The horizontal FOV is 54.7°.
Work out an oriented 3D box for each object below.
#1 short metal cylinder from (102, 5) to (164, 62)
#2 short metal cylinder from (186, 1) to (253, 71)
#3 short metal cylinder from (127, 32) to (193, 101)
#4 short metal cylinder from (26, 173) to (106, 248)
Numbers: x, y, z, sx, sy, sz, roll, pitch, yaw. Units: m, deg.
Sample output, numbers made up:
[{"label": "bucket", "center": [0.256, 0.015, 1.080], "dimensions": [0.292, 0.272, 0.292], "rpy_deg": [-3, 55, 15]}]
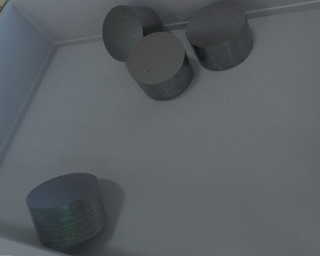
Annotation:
[{"label": "short metal cylinder", "center": [-0.041, -0.143, 0.473], "dimensions": [0.080, 0.050, 0.079], "rpy_deg": [12, 111, 34]}, {"label": "short metal cylinder", "center": [0.082, -0.125, 0.424], "dimensions": [0.080, 0.050, 0.080], "rpy_deg": [-13, 56, 21]}, {"label": "short metal cylinder", "center": [0.001, -0.085, 0.431], "dimensions": [0.080, 0.050, 0.080], "rpy_deg": [-6, 68, 16]}, {"label": "short metal cylinder", "center": [-0.108, 0.093, 0.363], "dimensions": [0.080, 0.050, 0.080], "rpy_deg": [-8, 18, 3]}]
